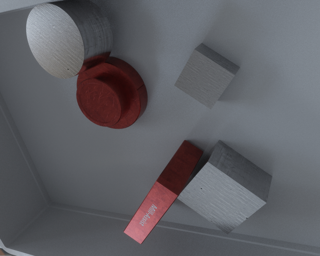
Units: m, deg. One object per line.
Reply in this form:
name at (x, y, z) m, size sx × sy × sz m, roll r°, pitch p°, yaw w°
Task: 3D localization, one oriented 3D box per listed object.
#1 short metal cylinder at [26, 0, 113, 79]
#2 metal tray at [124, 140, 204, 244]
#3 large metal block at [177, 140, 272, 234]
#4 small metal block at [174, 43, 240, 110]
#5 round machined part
short metal cylinder at (-0.101, -0.102, 0.350) m, size 0.080 × 0.050 × 0.079 m, roll 14°, pitch 122°, yaw 24°
metal tray at (0.004, 0.087, 0.416) m, size 0.030 × 0.090 × 0.129 m, roll 34°, pitch 129°, yaw 6°
large metal block at (0.081, 0.076, 0.396) m, size 0.080 × 0.050 × 0.079 m, roll 35°, pitch 129°, yaw 4°
small metal block at (0.052, -0.057, 0.345) m, size 0.050 × 0.025 × 0.050 m, roll 34°, pitch 129°, yaw 5°
round machined part at (-0.070, -0.041, 0.408) m, size 0.098 × 0.042 × 0.097 m, roll 13°, pitch 124°, yaw 20°
